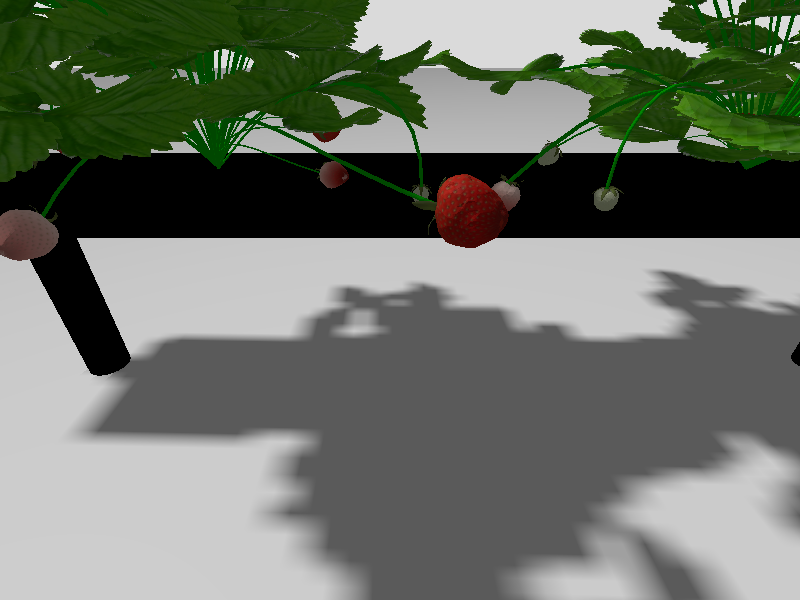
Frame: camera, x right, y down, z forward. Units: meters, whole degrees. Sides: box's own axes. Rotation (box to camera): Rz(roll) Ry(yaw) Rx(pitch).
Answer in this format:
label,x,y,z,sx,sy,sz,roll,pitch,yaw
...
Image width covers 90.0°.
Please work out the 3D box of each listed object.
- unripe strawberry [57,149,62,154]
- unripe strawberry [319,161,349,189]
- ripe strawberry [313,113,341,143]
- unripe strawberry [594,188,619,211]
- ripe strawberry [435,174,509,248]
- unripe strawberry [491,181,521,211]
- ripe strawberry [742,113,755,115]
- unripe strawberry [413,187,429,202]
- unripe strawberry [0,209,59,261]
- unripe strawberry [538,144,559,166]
label,x,y,z,sx,sy,sz,roll,pitch,yaw
unripe strawberry,-0.318,-0.145,0.380,0.016,0.016,0.015,9,33,14
unripe strawberry,-0.046,-0.088,0.284,0.019,0.019,0.021,17,36,25
ripe strawberry,-0.078,-0.192,0.434,0.033,0.038,0.036,18,36,27
unripe strawberry,0.127,-0.062,0.247,0.013,0.014,0.015,-18,36,-27
ripe strawberry,0.034,-0.041,0.191,0.034,0.036,0.031,25,40,34
unripe strawberry,0.063,-0.062,0.245,0.019,0.020,0.018,5,26,-31
ripe strawberry,0.363,-0.182,0.427,0.031,0.033,0.034,18,35,27
unripe strawberry,0.012,-0.062,0.238,0.010,0.011,0.011,20,37,29
unripe strawberry,-0.175,-0.029,0.186,0.022,0.024,0.024,4,-44,6
unripe strawberry,0.128,-0.125,0.348,0.016,0.018,0.018,39,27,-18
